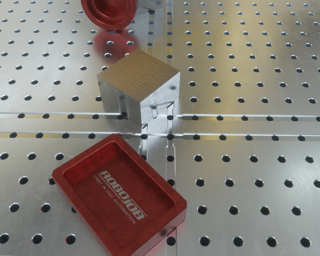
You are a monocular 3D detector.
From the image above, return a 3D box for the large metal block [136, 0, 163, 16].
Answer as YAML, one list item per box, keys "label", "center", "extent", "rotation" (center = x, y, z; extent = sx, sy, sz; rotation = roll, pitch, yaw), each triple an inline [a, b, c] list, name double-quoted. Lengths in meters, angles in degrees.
- label: "large metal block"
  center: [-0.042, -0.270, 0.599]
  extent: [0.081, 0.080, 0.050]
  rotation: [-24, 54, -19]

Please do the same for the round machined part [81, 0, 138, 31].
- label: "round machined part"
  center: [-0.087, -0.229, 0.552]
  extent: [0.099, 0.097, 0.042]
  rotation: [7, 45, 6]

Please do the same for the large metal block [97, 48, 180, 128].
- label: "large metal block"
  center: [-0.029, -0.059, 0.440]
  extent: [0.080, 0.050, 0.080]
  rotation: [33, 58, 25]

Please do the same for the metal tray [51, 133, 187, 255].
- label: "metal tray"
  center: [-0.046, 0.073, 0.342]
  extent: [0.091, 0.030, 0.130]
  rotation: [-34, 58, -25]
